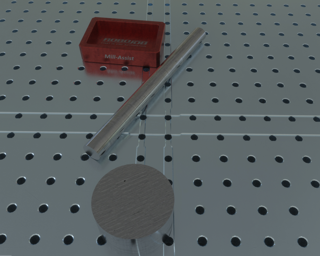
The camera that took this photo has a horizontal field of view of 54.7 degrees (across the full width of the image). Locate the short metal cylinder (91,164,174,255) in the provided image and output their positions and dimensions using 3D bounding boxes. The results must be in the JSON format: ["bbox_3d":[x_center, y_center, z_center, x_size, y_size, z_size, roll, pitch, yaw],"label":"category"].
[{"bbox_3d":[-0.026,0.084,0.320,0.081,0.050,0.080,0,50,0],"label":"short metal cylinder"}]

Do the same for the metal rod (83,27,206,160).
[{"bbox_3d":[-0.007,-0.068,0.464,0.025,0.025,0.301,25,54,19],"label":"metal rod"}]

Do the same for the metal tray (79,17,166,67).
[{"bbox_3d":[-0.060,-0.148,0.527,0.131,0.030,0.090,6,50,4],"label":"metal tray"}]
